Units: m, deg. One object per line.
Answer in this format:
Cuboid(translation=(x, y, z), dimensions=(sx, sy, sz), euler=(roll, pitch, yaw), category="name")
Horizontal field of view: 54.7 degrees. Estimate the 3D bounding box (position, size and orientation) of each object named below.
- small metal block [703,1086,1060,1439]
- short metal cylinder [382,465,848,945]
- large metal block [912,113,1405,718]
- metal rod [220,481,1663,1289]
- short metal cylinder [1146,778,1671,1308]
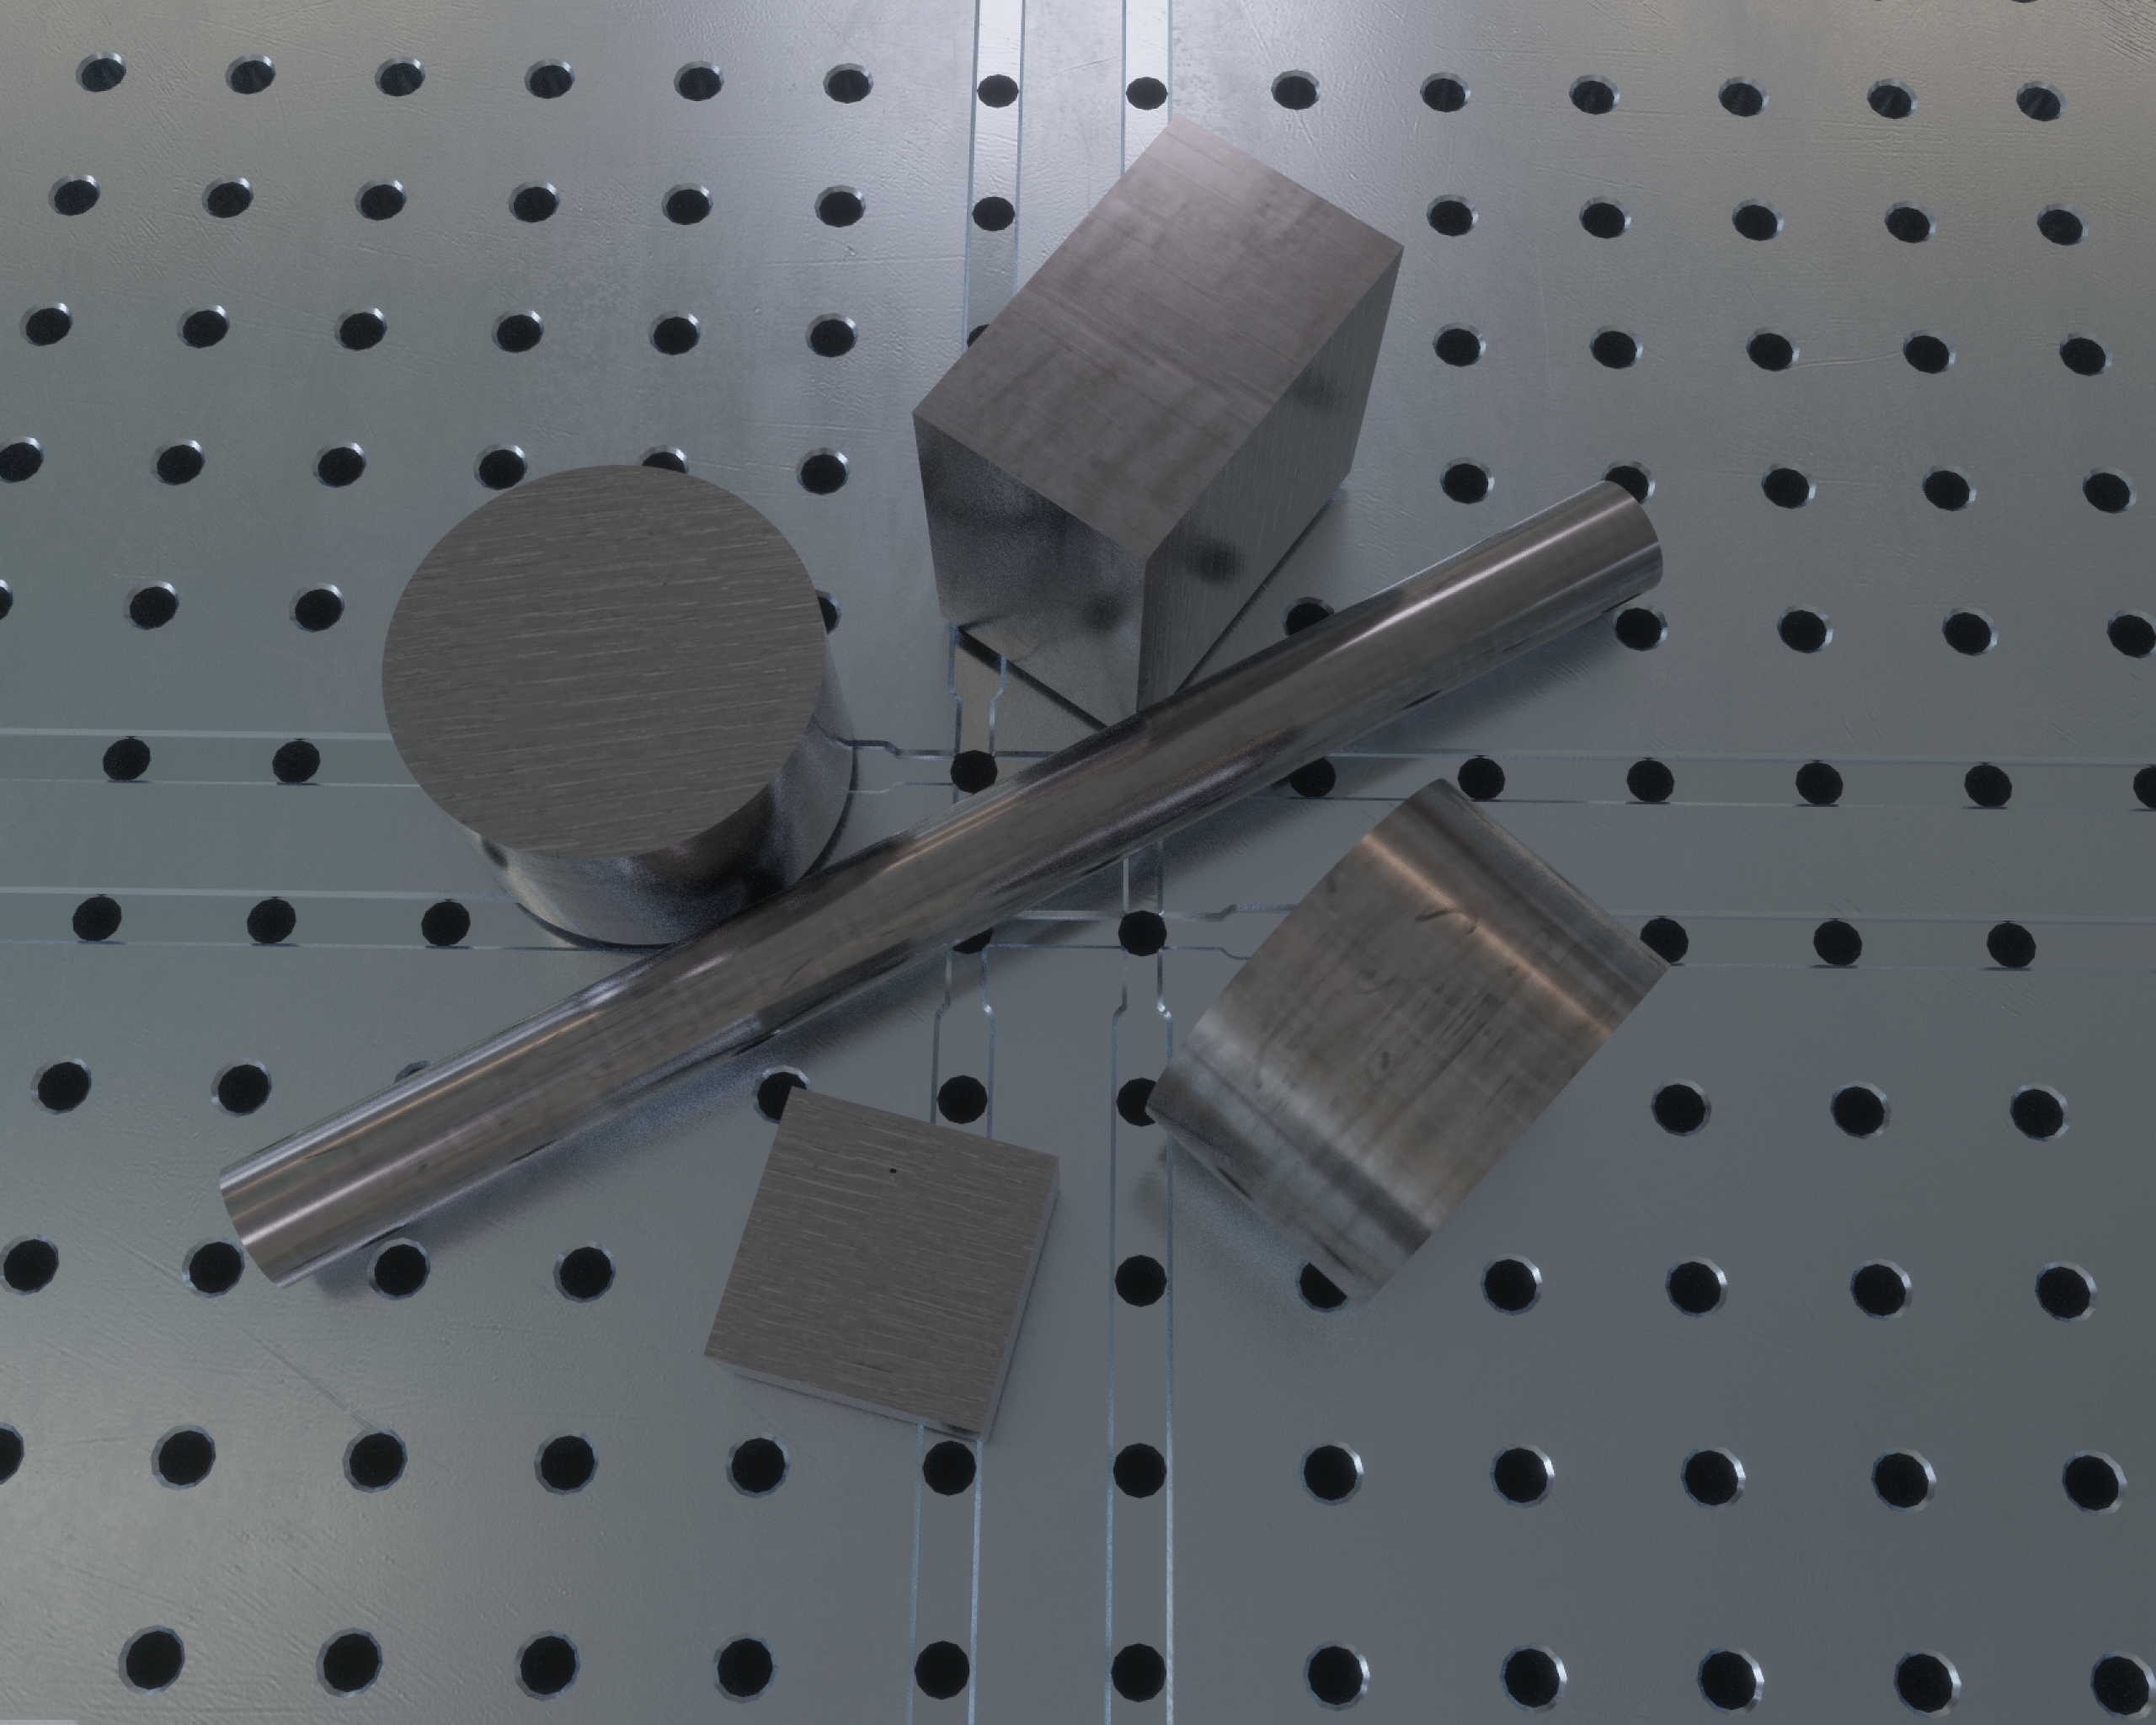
Cuboid(translation=(-0.034, 0.074, 0.381), dimensions=(0.050, 0.025, 0.050), euler=(14, 71, 5), category="small metal block")
Cuboid(translation=(-0.087, -0.029, 0.404), dimensions=(0.081, 0.050, 0.080), euler=(0, 70, 0), category="short metal cylinder")
Cuboid(translation=(0.015, -0.082, 0.409), dimensions=(0.050, 0.080, 0.080), euler=(35, 74, 11), category="large metal block")
Cuboid(translation=(-0.018, 0.000, 0.408), dimensions=(0.302, 0.025, 0.025), euler=(-27, 73, -10), category="metal rod")
Cuboid(translation=(0.058, 0.032, 0.368), dimensions=(0.050, 0.080, 0.080), euler=(42, 75, 13), category="short metal cylinder")
